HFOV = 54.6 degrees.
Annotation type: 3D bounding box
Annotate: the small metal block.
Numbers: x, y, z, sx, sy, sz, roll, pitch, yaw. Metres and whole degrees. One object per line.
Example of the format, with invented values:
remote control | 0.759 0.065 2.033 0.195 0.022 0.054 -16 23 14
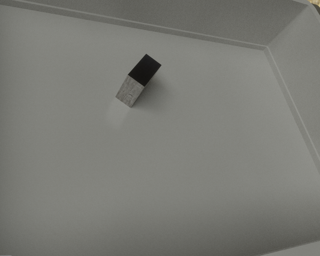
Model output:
small metal block | -0.029 -0.062 0.412 0.025 0.050 0.050 36 51 -5
